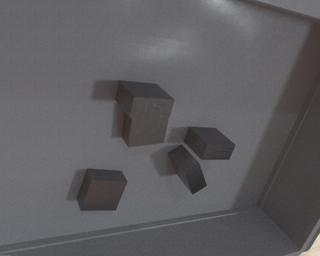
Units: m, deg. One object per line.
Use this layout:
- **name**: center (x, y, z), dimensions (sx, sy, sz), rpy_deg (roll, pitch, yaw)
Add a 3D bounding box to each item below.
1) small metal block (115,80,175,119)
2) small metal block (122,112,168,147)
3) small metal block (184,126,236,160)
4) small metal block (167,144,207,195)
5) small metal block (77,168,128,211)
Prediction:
- **small metal block**: center (-0.019, -0.033, 0.363), dimensions (0.050, 0.050, 0.025), rpy_deg (1, 117, -29)
- **small metal block**: center (-0.019, -0.006, 0.396), dimensions (0.050, 0.025, 0.050), rpy_deg (-5, 121, -26)
- **small metal block**: center (0.071, 0.022, 0.447), dimensions (0.050, 0.050, 0.025), rpy_deg (3, 117, -30)
- **small metal block**: center (0.040, 0.060, 0.454), dimensions (0.025, 0.050, 0.050), rpy_deg (-30, 129, -10)
- **small metal block**: center (-0.079, 0.084, 0.419), dimensions (0.050, 0.025, 0.050), rpy_deg (10, 114, -33)
